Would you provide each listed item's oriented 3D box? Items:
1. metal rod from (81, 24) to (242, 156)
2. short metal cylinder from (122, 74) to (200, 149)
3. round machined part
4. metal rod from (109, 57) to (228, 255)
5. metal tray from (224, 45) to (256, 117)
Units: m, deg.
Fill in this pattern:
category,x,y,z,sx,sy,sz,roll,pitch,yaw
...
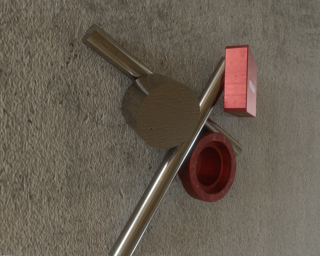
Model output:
category,x,y,z,sx,sy,sz,roll,pitch,yaw
metal rod,0.023,-0.034,0.426,0.301,0.025,0.025,35,69,-35
short metal cylinder,0.001,-0.021,0.373,0.081,0.050,0.079,-11,115,-24
round machined part,0.063,0.055,0.448,0.099,0.042,0.097,0,90,-40
metal rod,0.024,0.030,0.404,0.025,0.025,0.300,41,72,-33
metal tray,0.125,-0.065,0.470,0.130,0.030,0.089,4,87,-68
